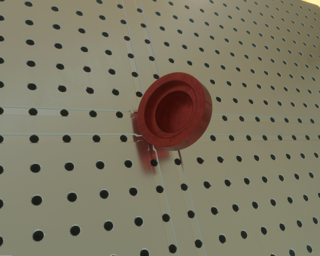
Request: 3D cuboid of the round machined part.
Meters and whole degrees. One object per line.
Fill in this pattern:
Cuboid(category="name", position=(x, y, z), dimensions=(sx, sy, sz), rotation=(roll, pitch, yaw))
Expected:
Cuboid(category="round machined part", position=(0.022, -0.018, 0.396), dimensions=(0.042, 0.098, 0.098), rotation=(28, 44, -52))
